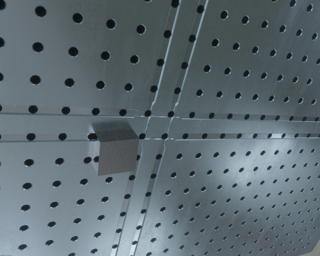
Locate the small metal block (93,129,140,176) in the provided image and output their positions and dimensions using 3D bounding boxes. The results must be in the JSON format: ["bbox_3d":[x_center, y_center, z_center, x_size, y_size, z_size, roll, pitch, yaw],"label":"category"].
[{"bbox_3d":[-0.057,0.031,0.398,0.050,0.025,0.050,-5,121,-26],"label":"small metal block"}]
